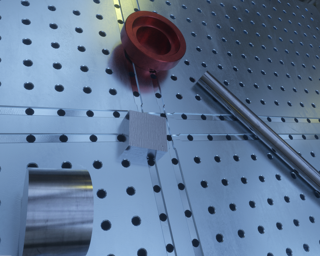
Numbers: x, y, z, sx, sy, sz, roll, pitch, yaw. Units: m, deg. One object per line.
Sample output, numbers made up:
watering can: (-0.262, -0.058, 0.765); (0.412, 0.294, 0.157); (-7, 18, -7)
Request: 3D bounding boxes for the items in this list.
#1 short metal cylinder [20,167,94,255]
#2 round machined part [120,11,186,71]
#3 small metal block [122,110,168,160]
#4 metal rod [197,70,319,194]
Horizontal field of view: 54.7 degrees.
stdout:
short metal cylinder: (-0.094, 0.076, 0.276); (0.050, 0.080, 0.080); (6, 59, -26)
round machined part: (-0.013, -0.126, 0.469); (0.099, 0.042, 0.098); (14, 56, -21)
small metal block: (-0.020, 0.009, 0.393); (0.050, 0.025, 0.050); (11, 57, -22)
metal rod: (0.178, 0.018, 0.495); (0.300, 0.025, 0.025); (42, 51, 1)
